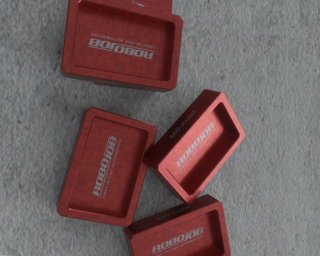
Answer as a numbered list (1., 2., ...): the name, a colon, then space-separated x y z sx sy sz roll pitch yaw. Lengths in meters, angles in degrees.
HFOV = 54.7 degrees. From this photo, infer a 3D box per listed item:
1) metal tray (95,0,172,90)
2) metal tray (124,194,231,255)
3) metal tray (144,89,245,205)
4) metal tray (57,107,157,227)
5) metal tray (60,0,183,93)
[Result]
1. metal tray: -0.034 -0.117 0.394 0.091 0.030 0.129 4 89 -20
2. metal tray: 0.026 0.152 0.411 0.131 0.030 0.089 -16 104 -20
3. metal tray: 0.050 0.024 0.407 0.130 0.030 0.090 -48 128 -15
4. metal tray: -0.065 0.048 0.383 0.091 0.030 0.129 17 84 -20
5. metal tray: -0.042 -0.095 0.358 0.131 0.030 0.089 7 88 -20
